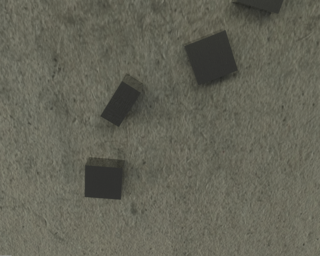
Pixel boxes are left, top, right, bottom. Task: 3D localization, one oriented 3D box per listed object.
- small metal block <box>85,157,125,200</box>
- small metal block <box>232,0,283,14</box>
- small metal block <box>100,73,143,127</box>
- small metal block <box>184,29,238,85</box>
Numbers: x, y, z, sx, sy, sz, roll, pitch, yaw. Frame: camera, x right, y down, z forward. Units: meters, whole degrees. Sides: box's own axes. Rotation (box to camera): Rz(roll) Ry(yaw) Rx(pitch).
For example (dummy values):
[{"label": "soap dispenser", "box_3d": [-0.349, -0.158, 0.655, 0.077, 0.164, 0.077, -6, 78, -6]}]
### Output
[{"label": "small metal block", "box_3d": [-0.077, 0.071, 0.435, 0.050, 0.025, 0.050, 5, 110, -3]}, {"label": "small metal block", "box_3d": [0.116, -0.162, 0.352, 0.050, 0.025, 0.050, 14, 109, -6]}, {"label": "small metal block", "box_3d": [-0.046, -0.036, 0.383, 0.025, 0.050, 0.050, 31, 107, -11]}, {"label": "small metal block", "box_3d": [0.061, -0.087, 0.379, 0.050, 0.025, 0.050, -20, 109, 7]}]
